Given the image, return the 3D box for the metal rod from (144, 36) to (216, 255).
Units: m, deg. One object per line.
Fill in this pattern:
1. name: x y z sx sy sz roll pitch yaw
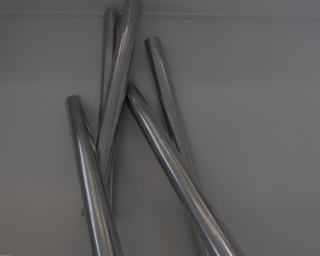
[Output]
1. metal rod: 0.023 0.010 0.405 0.025 0.025 0.299 -12 70 -5

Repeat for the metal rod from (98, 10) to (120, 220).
1. metal rod: -0.069 -0.031 0.420 0.025 0.025 0.299 -1 70 -1

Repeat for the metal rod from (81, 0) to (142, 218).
1. metal rod: -0.057 -0.040 0.396 0.025 0.025 0.299 7 69 2

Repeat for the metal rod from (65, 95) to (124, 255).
1. metal rod: -0.069 0.057 0.315 0.025 0.025 0.300 -20 43 -7

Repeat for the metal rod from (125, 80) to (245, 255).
1. metal rod: 0.013 0.037 0.331 0.025 0.025 0.300 -24 47 -9
